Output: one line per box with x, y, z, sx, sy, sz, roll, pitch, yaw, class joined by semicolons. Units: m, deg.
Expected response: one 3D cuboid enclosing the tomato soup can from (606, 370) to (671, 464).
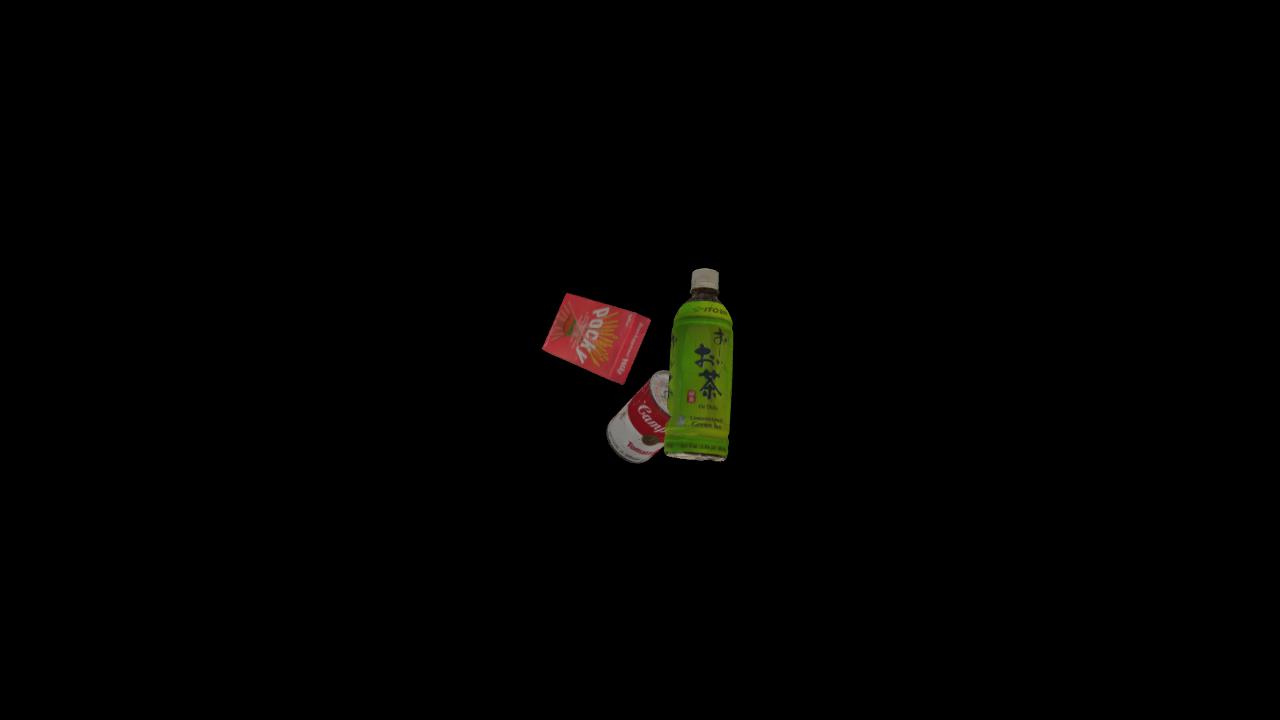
0.013;0.067;0.708;0.068;0.068;0.101;0;-35;-40;tomato soup can

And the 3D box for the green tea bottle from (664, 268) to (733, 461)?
0.067;0.003;0.680;0.073;0.212;0.073;4;-14;1;green tea bottle

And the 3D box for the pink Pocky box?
-0.058;-0.030;0.756;0.029;0.084;0.155;24;-2;-41;pink Pocky box
